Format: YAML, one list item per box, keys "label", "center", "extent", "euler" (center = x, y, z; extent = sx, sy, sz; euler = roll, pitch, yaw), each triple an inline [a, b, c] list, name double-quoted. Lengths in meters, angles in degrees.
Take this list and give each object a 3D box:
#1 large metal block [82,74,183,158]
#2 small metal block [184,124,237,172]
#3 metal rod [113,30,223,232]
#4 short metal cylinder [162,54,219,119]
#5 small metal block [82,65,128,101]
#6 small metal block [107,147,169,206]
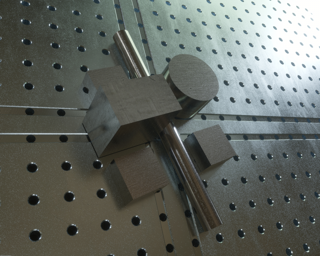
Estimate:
- label: "large metal block"
  center: [-0.035, -0.014, 0.362]
  extent: [0.081, 0.080, 0.050]
  euler: [-17, 71, -35]
- label: "small metal block"
  center: [0.070, 0.027, 0.431]
  extent: [0.050, 0.025, 0.050]
  euler: [-16, 70, -35]
- label: "metal rod"
  center: [0.003, -0.009, 0.416]
  extent: [0.025, 0.025, 0.299]
  euler: [-13, 69, -34]
- label: "short metal cylinder"
  center: [0.038, -0.060, 0.450]
  extent: [0.081, 0.050, 0.080]
  euler: [14, 56, -21]
- label: "small metal block"
  center: [-0.066, -0.051, 0.405]
  extent: [0.050, 0.025, 0.050]
  euler: [-19, 72, -36]
- label: "small metal block"
  center: [-0.026, 0.055, 0.362]
  extent: [0.050, 0.025, 0.050]
  euler: [-17, 71, -35]
